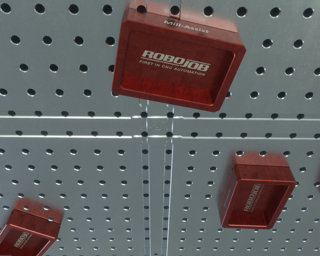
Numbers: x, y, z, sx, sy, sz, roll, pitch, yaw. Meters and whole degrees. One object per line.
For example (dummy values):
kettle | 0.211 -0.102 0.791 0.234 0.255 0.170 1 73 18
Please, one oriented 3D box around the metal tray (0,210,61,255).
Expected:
metal tray | -0.258 0.212 0.585 0.090 0.030 0.129 27 125 -22

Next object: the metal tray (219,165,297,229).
metal tray | 0.154 0.117 0.508 0.091 0.030 0.129 3 130 -3

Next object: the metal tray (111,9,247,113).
metal tray | 0.017 -0.071 0.347 0.131 0.030 0.089 10 130 -9
